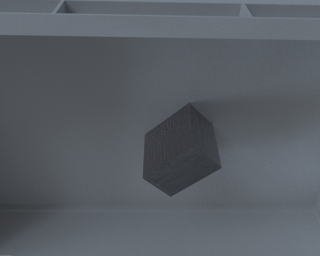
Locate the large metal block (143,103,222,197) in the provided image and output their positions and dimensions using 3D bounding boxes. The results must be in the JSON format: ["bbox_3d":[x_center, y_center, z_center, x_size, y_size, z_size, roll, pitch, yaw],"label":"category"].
[{"bbox_3d":[0.026,0.028,0.397,0.080,0.080,0.050,-36,122,26],"label":"large metal block"}]
